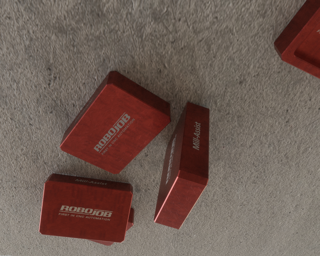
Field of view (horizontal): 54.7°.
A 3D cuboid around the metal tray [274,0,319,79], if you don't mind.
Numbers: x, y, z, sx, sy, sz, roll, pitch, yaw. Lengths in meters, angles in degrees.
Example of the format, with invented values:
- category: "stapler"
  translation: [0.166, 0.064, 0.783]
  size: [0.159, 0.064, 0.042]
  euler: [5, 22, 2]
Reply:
- category: "metal tray"
  translation: [0.202, -0.091, 0.327]
  size: [0.131, 0.030, 0.089]
  euler: [20, 127, -17]

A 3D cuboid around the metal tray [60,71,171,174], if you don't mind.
- category: "metal tray"
  translation: [-0.059, -0.001, 0.402]
  size: [0.090, 0.030, 0.129]
  euler: [30, 124, -23]

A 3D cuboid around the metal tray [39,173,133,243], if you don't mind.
- category: "metal tray"
  translation: [-0.114, 0.126, 0.485]
  size: [0.131, 0.030, 0.089]
  euler: [9, 102, -8]

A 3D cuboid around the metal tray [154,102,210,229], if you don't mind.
- category: "metal tray"
  translation: [0.028, 0.041, 0.371]
  size: [0.030, 0.130, 0.089]
  euler: [18, 128, -5]

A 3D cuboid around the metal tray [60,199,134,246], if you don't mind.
- category: "metal tray"
  translation: [-0.122, 0.153, 0.533]
  size: [0.131, 0.030, 0.090]
  euler: [27, 125, -22]
